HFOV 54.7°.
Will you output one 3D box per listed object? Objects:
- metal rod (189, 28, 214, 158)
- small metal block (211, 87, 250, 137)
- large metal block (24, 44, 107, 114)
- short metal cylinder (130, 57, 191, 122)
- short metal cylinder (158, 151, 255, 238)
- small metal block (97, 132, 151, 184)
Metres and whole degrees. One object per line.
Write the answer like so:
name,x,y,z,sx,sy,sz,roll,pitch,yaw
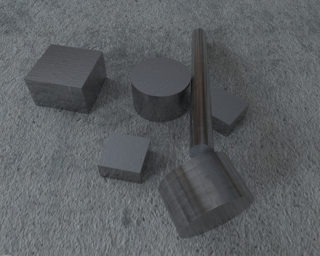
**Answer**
metal rod,0.055,-0.068,0.425,0.025,0.025,0.300,4,39,3
small metal block,0.085,-0.023,0.423,0.050,0.025,0.050,33,57,24
large metal block,-0.131,-0.072,0.446,0.080,0.050,0.080,10,51,8
short metal cylinder,0.001,-0.054,0.433,0.080,0.050,0.080,0,50,0
short metal cylinder,0.045,0.067,0.309,0.081,0.080,0.050,-19,58,-15
small metal block,-0.041,0.035,0.373,0.050,0.025,0.050,10,51,8
